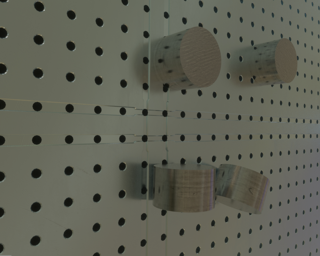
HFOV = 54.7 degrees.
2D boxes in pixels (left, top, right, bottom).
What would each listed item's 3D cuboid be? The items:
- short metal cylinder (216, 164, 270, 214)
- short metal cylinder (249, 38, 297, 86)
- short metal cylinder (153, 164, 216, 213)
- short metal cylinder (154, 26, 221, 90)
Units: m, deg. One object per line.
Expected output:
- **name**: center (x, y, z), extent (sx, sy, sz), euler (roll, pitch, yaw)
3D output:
- **short metal cylinder**: center (0.123, 0.095, 0.480), extent (0.080, 0.080, 0.050), euler (35, 69, -35)
- **short metal cylinder**: center (0.211, -0.121, 0.573), extent (0.081, 0.050, 0.079), euler (0, 90, -40)
- **short metal cylinder**: center (0.031, 0.075, 0.402), extent (0.081, 0.080, 0.050), euler (3, 88, -40)
- **short metal cylinder**: center (0.039, -0.094, 0.428), extent (0.081, 0.050, 0.079), euler (0, 90, -40)
